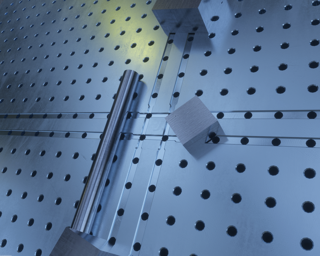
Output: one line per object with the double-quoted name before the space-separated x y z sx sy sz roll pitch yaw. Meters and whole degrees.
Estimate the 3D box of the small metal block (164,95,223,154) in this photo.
"small metal block" 0.042 -0.005 0.389 0.050 0.025 0.050 -36 51 4

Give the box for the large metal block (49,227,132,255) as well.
"large metal block" -0.076 0.157 0.315 0.050 0.080 0.080 18 71 34

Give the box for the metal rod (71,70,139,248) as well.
"metal rod" -0.078 0.049 0.417 0.025 0.025 0.300 0 62 28

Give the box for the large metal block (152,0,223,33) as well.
"large metal block" 0.046 -0.198 0.489 0.080 0.050 0.080 12 68 32
